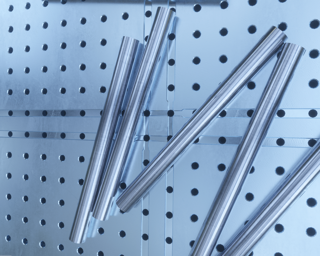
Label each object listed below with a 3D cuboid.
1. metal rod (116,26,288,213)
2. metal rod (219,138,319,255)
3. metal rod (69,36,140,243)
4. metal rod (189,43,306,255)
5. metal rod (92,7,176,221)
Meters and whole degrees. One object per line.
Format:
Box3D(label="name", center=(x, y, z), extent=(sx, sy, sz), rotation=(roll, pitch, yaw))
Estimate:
Box3D(label="metal rod", center=(0.044, -0.002, 0.397), extent=(0.025, 0.025, 0.299), rotation=(45, 104, 14))
Box3D(label="metal rod", center=(0.115, 0.122, 0.371), extent=(0.025, 0.025, 0.299), rotation=(39, 102, 16))
Box3D(label="metal rod", center=(-0.080, 0.020, 0.441), extent=(0.025, 0.025, 0.298), rotation=(18, 96, 19))
Box3D(label="metal rod", center=(0.099, 0.043, 0.377), extent=(0.025, 0.025, 0.299), rotation=(25, 98, 18))
Box3D(label="metal rod", center=(-0.038, -0.015, 0.426), extent=(0.025, 0.025, 0.298), rotation=(21, 97, 19))
